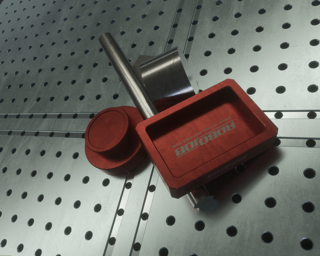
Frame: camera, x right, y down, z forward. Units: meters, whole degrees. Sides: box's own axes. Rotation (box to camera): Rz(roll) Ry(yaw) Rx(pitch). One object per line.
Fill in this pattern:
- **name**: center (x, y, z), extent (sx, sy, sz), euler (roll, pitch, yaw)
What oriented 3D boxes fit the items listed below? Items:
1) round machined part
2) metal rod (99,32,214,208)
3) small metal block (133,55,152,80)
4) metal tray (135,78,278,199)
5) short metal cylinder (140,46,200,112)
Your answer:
- **round machined part**: center (-0.062, 0.010, 0.421), extent (0.098, 0.042, 0.098), euler (-13, 56, 20)
- **metal rod**: center (-0.019, -0.030, 0.413), extent (0.025, 0.025, 0.299), euler (-34, 59, 5)
- **small metal block**: center (-0.016, -0.081, 0.465), extent (0.050, 0.025, 0.050), euler (14, 69, 33)
- **metal tray**: center (0.050, 0.008, 0.346), extent (0.131, 0.030, 0.090), euler (-27, 59, -9)
- **short metal cylinder**: center (0.016, -0.058, 0.399), extent (0.050, 0.080, 0.080), euler (-23, 54, 14)
